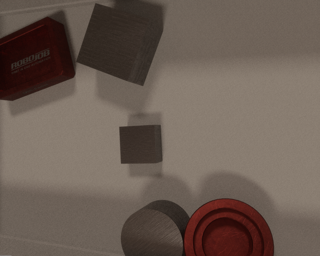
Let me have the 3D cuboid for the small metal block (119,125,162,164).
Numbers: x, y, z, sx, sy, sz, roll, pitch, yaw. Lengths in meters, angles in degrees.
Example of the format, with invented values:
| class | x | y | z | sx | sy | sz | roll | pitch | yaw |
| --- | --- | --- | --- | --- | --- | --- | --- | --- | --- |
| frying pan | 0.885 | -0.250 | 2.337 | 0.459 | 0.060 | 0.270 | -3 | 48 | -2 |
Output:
| class | x | y | z | sx | sy | sz | roll | pitch | yaw |
| --- | --- | --- | --- | --- | --- | --- | --- | --- | --- |
| small metal block | -0.026 | 0.022 | 0.419 | 0.050 | 0.025 | 0.050 | -3 | 89 | 19 |

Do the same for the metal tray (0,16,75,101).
| class | x | y | z | sx | sy | sz | roll | pitch | yaw |
| --- | --- | --- | --- | --- | --- | --- | --- | --- | --- |
| metal tray | -0.202 | -0.103 | 0.476 | 0.130 | 0.030 | 0.090 | -16 | 85 | 18 |

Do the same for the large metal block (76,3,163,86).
| class | x | y | z | sx | sy | sz | roll | pitch | yaw |
| --- | --- | --- | --- | --- | --- | --- | --- | --- | --- |
| large metal block | -0.053 | -0.110 | 0.415 | 0.080 | 0.050 | 0.080 | 23 | 97 | 18 |

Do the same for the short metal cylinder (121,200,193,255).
| class | x | y | z | sx | sy | sz | roll | pitch | yaw |
| --- | --- | --- | --- | --- | --- | --- | --- | --- | --- |
| short metal cylinder | -0.003 | 0.138 | 0.397 | 0.080 | 0.050 | 0.079 | 0 | 90 | 19 |

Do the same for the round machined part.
| class | x | y | z | sx | sy | sz | roll | pitch | yaw |
| --- | --- | --- | --- | --- | --- | --- | --- | --- | --- |
| round machined part | 0.077 | 0.134 | 0.362 | 0.099 | 0.042 | 0.098 | -2 | 70 | 5 |
